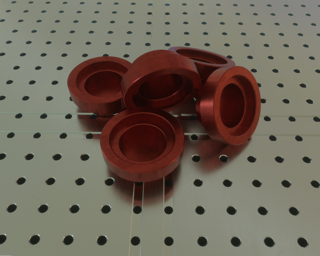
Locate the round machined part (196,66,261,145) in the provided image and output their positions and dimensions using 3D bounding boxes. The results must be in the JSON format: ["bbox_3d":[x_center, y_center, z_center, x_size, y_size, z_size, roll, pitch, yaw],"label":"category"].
[{"bbox_3d":[0.084,-0.029,0.396,0.042,0.098,0.098,6,41,49],"label":"round machined part"}]

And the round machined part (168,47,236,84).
[{"bbox_3d":[0.056,-0.085,0.453,0.099,0.042,0.098,10,26,-5],"label":"round machined part"}]

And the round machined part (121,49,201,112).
[{"bbox_3d":[-0.001,-0.060,0.389,0.099,0.098,0.042,-11,63,-10],"label":"round machined part"}]

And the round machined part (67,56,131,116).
[{"bbox_3d":[-0.078,-0.056,0.443,0.099,0.042,0.098,0,50,0],"label":"round machined part"}]

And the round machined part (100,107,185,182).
[{"bbox_3d":[-0.020,0.023,0.377,0.099,0.042,0.098,0,50,0],"label":"round machined part"}]
